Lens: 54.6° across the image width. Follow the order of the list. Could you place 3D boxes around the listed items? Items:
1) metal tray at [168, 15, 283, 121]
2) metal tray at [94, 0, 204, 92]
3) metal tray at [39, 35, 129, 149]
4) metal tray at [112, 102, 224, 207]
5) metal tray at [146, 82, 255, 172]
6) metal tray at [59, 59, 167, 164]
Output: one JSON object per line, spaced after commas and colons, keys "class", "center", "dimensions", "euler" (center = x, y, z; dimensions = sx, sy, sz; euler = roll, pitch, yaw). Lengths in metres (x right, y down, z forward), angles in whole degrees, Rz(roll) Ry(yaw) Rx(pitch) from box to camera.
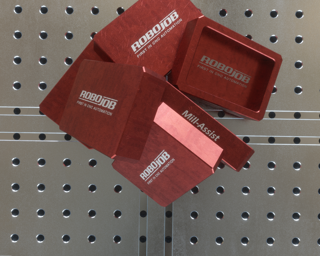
{"class": "metal tray", "center": [0.083, -0.070, 0.387], "dimensions": [0.131, 0.030, 0.090], "euler": [18, 90, -23]}
{"class": "metal tray", "center": [-0.007, -0.114, 0.392], "dimensions": [0.130, 0.030, 0.090], "euler": [-44, 93, -14]}
{"class": "metal tray", "center": [-0.081, -0.048, 0.410], "dimensions": [0.090, 0.030, 0.130], "euler": [39, 90, -1]}
{"class": "metal tray", "center": [0.003, 0.038, 0.365], "dimensions": [0.090, 0.129, 0.030], "euler": [38, 51, 0]}
{"class": "metal tray", "center": [0.044, -0.003, 0.380], "dimensions": [0.130, 0.090, 0.030], "euler": [38, 90, 0]}
{"class": "metal tray", "center": [-0.058, -0.024, 0.337], "dimensions": [0.030, 0.130, 0.090], "euler": [19, 90, -42]}
